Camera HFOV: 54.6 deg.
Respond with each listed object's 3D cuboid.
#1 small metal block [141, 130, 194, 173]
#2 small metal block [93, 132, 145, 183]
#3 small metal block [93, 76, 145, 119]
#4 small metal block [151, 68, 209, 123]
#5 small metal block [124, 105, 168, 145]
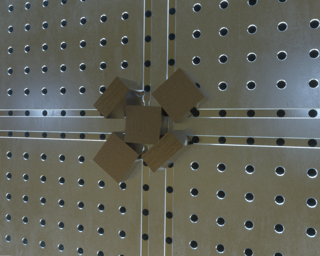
[{"bbox_3d":[0.011,0.028,0.396,0.050,0.050,0.025,-44,76,15],"label":"small metal block"},{"bbox_3d":[-0.056,0.040,0.433,0.050,0.025,0.050,40,102,15],"label":"small metal block"},{"bbox_3d":[-0.054,-0.039,0.418,0.025,0.050,0.050,45,105,14],"label":"small metal block"},{"bbox_3d":[0.026,-0.041,0.403,0.050,0.025,0.050,-42,77,15],"label":"small metal block"},{"bbox_3d":[-0.018,-0.004,0.419,0.050,0.025,0.050,4,90,21],"label":"small metal block"}]
